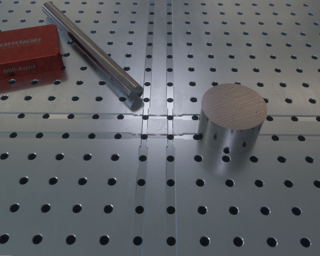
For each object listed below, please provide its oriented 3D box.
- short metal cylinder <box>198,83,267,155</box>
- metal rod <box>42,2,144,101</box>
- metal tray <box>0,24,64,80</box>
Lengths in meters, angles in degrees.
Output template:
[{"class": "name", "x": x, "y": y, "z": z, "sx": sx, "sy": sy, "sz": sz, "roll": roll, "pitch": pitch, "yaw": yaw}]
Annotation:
[{"class": "short metal cylinder", "x": 0.092, "y": -0.012, "z": 0.402, "sx": 0.080, "sy": 0.050, "sz": 0.080, "roll": 0, "pitch": 50, "yaw": 0}, {"class": "metal rod", "x": -0.125, "y": -0.141, "z": 0.525, "sx": 0.025, "sy": 0.025, "sz": 0.300, "roll": -30, "pitch": 56, "yaw": -23}, {"class": "metal tray", "x": -0.230, "y": -0.125, "z": 0.508, "sx": 0.131, "sy": 0.030, "sz": 0.090, "roll": -13, "pitch": 51, "yaw": -11}]
